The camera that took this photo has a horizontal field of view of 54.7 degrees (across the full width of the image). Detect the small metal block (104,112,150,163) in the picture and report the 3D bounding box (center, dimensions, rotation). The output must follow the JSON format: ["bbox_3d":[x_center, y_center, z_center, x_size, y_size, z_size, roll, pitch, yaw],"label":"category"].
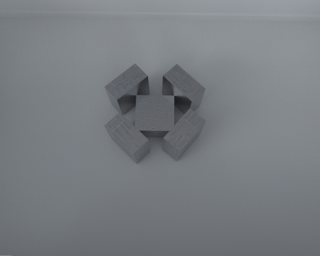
[{"bbox_3d":[-0.040,0.014,0.389,0.025,0.050,0.050,-43,76,-13],"label":"small metal block"}]

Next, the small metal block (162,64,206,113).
[{"bbox_3d":[0.030,-0.049,0.412,0.025,0.050,0.050,-43,77,-15],"label":"small metal block"}]

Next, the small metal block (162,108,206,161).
[{"bbox_3d":[0.029,0.010,0.390,0.025,0.050,0.050,39,74,12],"label":"small metal block"}]

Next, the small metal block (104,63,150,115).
[{"bbox_3d":[-0.042,-0.050,0.412,0.050,0.050,0.025,-40,74,-13],"label":"small metal block"}]

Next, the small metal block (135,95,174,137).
[{"bbox_3d":[-0.007,-0.016,0.413,0.050,0.025,0.050,1,70,0],"label":"small metal block"}]
